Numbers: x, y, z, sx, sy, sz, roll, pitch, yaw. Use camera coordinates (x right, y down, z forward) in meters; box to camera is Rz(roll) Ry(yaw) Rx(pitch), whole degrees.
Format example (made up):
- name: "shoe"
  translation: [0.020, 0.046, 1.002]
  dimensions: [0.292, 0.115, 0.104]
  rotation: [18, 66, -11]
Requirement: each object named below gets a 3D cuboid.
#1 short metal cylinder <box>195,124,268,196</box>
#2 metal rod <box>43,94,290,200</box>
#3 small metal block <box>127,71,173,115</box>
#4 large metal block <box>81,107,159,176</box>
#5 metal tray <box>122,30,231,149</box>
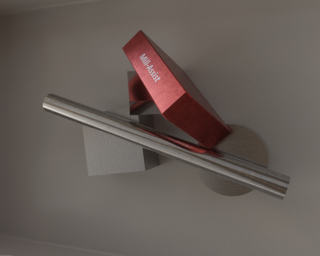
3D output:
- name: "short metal cylinder"
  translation: [0.086, 0.035, 0.365]
  dimensions: [0.080, 0.050, 0.079]
  rotation: [0, 90, 19]
- name: "metal rod"
  translation: [-0.009, 0.014, 0.357]
  dimensions: [0.301, 0.025, 0.025]
  rotation: [19, 96, 18]
- name: "small metal block"
  translation: [-0.013, -0.044, 0.377]
  dimensions: [0.050, 0.025, 0.050]
  rotation: [-3, 53, -7]
- name: "large metal block"
  translation: [-0.052, 0.017, 0.413]
  dimensions: [0.080, 0.050, 0.080]
  rotation: [-8, 87, 19]
- name: "metal tray"
  translation: [0.016, -0.044, 0.342]
  dimensions: [0.030, 0.090, 0.130]
  rotation: [-42, 47, 14]
